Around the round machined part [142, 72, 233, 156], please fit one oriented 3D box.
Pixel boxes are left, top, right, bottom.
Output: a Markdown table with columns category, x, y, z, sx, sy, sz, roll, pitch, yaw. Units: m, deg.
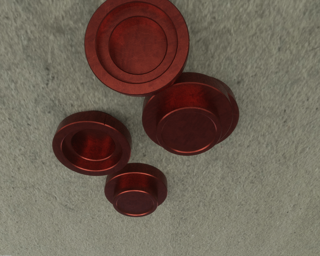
| category | x | y | z | sx | sy | sz | roll | pitch | yaw |
| --- | --- | --- | --- | --- | --- | --- | --- | --- | --- |
| round machined part | 0.030 | -0.007 | 0.335 | 0.099 | 0.042 | 0.097 | 0 | 131 | 0 |

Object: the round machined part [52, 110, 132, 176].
| category | x | y | z | sx | sy | sz | roll | pitch | yaw |
| --- | --- | --- | --- | --- | --- | --- | --- | --- | --- |
| round machined part | -0.086 | 0.016 | 0.408 | 0.099 | 0.042 | 0.097 | -1 | 130 | 0 |

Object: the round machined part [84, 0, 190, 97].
| category | x | y | z | sx | sy | sz | roll | pitch | yaw |
| --- | --- | --- | --- | --- | --- | --- | --- | --- | --- |
| round machined part | -0.020 | -0.079 | 0.307 | 0.099 | 0.042 | 0.097 | 0 | 91 | 4 |

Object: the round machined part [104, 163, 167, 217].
| category | x | y | z | sx | sy | sz | roll | pitch | yaw |
| --- | --- | --- | --- | --- | --- | --- | --- | --- | --- |
| round machined part | -0.038 | 0.103 | 0.483 | 0.099 | 0.042 | 0.097 | -1 | 130 | 0 |

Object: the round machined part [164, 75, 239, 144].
| category | x | y | z | sx | sy | sz | roll | pitch | yaw |
| --- | --- | --- | --- | --- | --- | --- | --- | --- | --- |
| round machined part | 0.043 | -0.023 | 0.377 | 0.099 | 0.042 | 0.097 | -1 | 130 | 0 |
